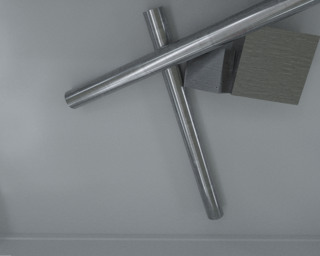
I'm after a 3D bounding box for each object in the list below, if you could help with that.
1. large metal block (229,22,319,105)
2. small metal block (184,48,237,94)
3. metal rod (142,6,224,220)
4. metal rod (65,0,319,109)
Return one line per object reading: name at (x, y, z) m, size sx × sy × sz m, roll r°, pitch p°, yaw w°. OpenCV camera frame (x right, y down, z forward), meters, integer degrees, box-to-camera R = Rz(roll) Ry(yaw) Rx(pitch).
large metal block at (0.129, -0.078, 0.371) m, size 0.081 × 0.050 × 0.079 m, roll 8°, pitch 110°, yaw -4°
small metal block at (0.059, -0.070, 0.369) m, size 0.050 × 0.025 × 0.050 m, roll 18°, pitch 108°, yaw 39°
metal rod at (0.037, -0.005, 0.410) m, size 0.025 × 0.025 × 0.298 m, roll -17°, pitch 110°, yaw 6°
metal rod at (0.019, -0.084, 0.347) m, size 0.300 × 0.025 × 0.025 m, roll -20°, pitch 110°, yaw 20°
